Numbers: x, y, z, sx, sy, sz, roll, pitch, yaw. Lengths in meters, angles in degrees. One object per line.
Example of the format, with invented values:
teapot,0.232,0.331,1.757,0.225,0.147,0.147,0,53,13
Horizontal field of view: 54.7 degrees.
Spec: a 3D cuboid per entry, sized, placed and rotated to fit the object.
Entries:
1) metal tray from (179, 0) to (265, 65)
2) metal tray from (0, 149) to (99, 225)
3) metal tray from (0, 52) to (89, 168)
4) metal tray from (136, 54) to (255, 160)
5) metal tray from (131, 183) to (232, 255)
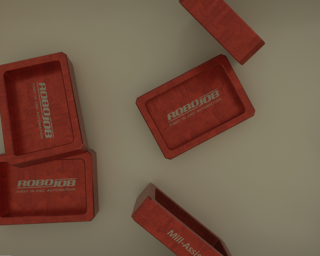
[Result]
metal tray,0.075,-0.118,0.359,0.090,0.130,0.030,45,110,0
metal tray,-0.150,0.076,0.406,0.131,0.030,0.089,-2,90,-1
metal tray,-0.148,-0.024,0.389,0.091,0.030,0.129,-13,76,-3
metal tray,0.045,-0.027,0.409,0.130,0.030,0.090,-28,90,-1
metal tray,0.028,0.126,0.379,0.130,0.090,0.030,39,90,-1
